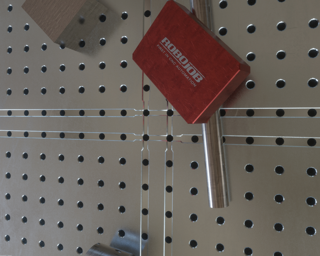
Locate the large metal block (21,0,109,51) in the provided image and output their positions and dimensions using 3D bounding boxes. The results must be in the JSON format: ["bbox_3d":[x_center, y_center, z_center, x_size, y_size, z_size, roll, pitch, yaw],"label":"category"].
[{"bbox_3d":[-0.136,-0.173,0.447,0.080,0.050,0.080,-46,76,14],"label":"large metal block"}]

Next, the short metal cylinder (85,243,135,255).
[{"bbox_3d":[-0.071,0.200,0.408,0.050,0.080,0.079,11,94,20],"label":"short metal cylinder"}]

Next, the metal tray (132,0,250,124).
[{"bbox_3d":[0.032,-0.079,0.376,0.130,0.030,0.090,51,119,23],"label":"metal tray"}]

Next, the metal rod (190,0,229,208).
[{"bbox_3d":[0.060,-0.052,0.391,0.025,0.025,0.298,-6,88,20],"label":"metal rod"}]
